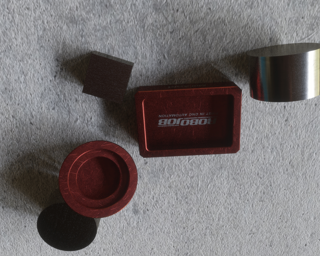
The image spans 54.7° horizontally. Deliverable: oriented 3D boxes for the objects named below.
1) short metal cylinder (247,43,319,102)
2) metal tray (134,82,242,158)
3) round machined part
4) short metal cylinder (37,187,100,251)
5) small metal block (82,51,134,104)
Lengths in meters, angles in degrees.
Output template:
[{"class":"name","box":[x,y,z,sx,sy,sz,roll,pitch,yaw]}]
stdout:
[{"class":"short metal cylinder","box":[0.144,-0.066,0.358,0.080,0.080,0.050,-9,110,3]},{"class":"metal tray","box":[0.036,-0.010,0.403,0.131,0.030,0.089,-3,110,1]},{"class":"round machined part","box":[-0.082,0.066,0.410,0.099,0.042,0.097,1,85,-17]},{"class":"short metal cylinder","box":[-0.126,0.126,0.442,0.081,0.050,0.079,0,110,0]},{"class":"small metal block","box":[-0.064,-0.063,0.386,0.050,0.025,0.050,17,109,-6]}]
